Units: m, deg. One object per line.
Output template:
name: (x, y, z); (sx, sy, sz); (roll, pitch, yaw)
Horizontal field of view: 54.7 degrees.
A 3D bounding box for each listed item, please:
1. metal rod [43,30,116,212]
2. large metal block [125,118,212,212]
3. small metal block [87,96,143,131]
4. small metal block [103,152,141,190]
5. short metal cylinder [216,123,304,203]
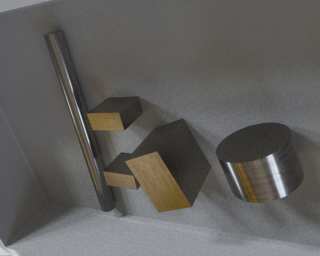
metal rod: (-0.114, 0.006, 0.470); (0.025, 0.025, 0.298); (3, 120, 26)
large metal block: (0.014, 0.046, 0.393); (0.050, 0.080, 0.080); (-20, 108, 35)
small metal block: (-0.059, -0.020, 0.410); (0.050, 0.050, 0.025); (0, 119, 28)
small metal block: (-0.046, 0.062, 0.453); (0.050, 0.050, 0.025); (4, 120, 26)
short metal cylinder: (0.108, 0.036, 0.338); (0.080, 0.080, 0.050); (-13, 112, 33)
